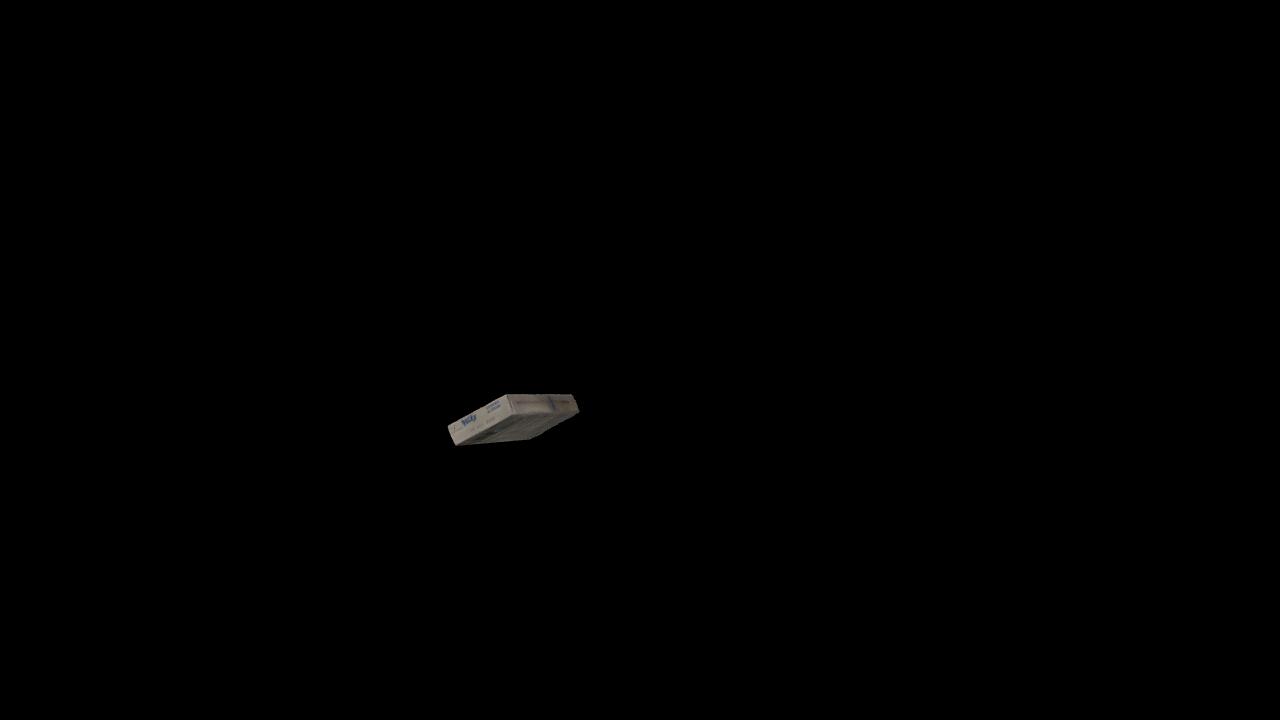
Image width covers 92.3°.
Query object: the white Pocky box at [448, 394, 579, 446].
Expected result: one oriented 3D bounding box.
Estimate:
[{"bbox_3d":[-0.138,0.068,0.704,0.084,0.028,0.154,-29,-13,16],"label":"white Pocky box"}]
